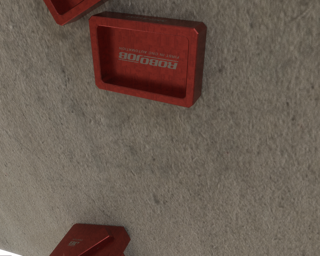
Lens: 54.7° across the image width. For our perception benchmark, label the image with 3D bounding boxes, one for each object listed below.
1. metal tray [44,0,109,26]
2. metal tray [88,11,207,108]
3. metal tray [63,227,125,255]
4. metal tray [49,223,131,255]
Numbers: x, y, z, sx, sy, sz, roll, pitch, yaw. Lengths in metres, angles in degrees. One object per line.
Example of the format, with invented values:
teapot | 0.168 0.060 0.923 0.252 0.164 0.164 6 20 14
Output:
metal tray | -0.109 -0.192 0.339 0.090 0.030 0.130 -16 110 34
metal tray | -0.016 -0.081 0.360 0.130 0.030 0.089 14 124 20
metal tray | -0.107 0.257 0.571 0.030 0.091 0.129 32 148 59
metal tray | -0.130 0.222 0.566 0.130 0.090 0.030 -7 119 31
